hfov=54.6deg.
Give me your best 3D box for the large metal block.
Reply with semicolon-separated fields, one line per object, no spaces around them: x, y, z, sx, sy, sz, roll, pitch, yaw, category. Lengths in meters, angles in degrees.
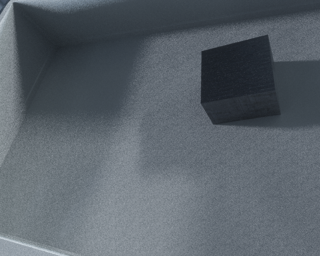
0.096;-0.056;0.374;0.080;0.050;0.080;-9;58;23;large metal block
